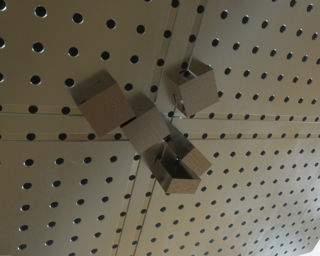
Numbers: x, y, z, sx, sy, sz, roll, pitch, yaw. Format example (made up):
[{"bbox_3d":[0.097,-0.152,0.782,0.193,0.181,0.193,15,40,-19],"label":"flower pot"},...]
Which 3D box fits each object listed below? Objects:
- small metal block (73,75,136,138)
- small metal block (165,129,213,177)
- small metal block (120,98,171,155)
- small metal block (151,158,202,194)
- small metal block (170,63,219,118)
[{"bbox_3d":[-0.064,-0.025,0.360,0.050,0.025,0.050,-33,129,-7],"label":"small metal block"},{"bbox_3d":[0.040,0.035,0.438,0.025,0.050,0.050,-44,129,3],"label":"small metal block"},{"bbox_3d":[-0.021,-0.002,0.398,0.050,0.025,0.050,-33,129,-7],"label":"small metal block"},{"bbox_3d":[0.023,0.069,0.450,0.050,0.050,0.025,9,114,-32],"label":"small metal block"},{"bbox_3d":[0.046,-0.049,0.405,0.050,0.025,0.050,-27,128,-11],"label":"small metal block"}]
